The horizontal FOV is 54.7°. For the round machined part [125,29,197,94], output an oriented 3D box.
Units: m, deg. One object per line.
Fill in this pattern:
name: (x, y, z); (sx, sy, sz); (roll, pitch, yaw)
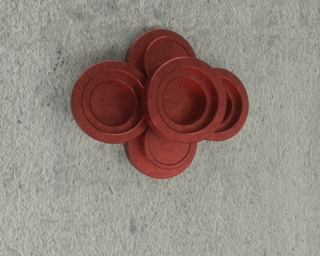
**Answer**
round machined part: (0.006, -0.081, 0.404); (0.099, 0.042, 0.097); (0, 90, -21)

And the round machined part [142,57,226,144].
round machined part: (0.025, -0.031, 0.366); (0.099, 0.042, 0.097); (0, 91, -21)

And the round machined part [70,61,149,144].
round machined part: (-0.059, -0.030, 0.380); (0.099, 0.042, 0.097); (0, 90, -21)

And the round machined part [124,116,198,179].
round machined part: (0.006, 0.018, 0.404); (0.099, 0.042, 0.097); (0, 90, -21)

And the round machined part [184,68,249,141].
round machined part: (0.069, -0.031, 0.428); (0.099, 0.042, 0.097); (0, 90, -21)
